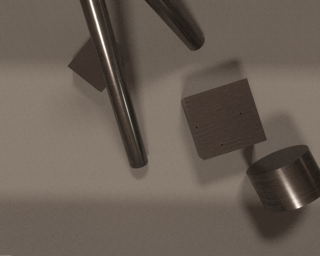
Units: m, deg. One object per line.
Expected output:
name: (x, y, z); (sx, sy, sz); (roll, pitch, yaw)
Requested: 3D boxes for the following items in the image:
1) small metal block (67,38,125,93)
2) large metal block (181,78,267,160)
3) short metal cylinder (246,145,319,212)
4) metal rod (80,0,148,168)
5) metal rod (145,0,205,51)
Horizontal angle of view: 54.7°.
small metal block: (-0.084, -0.083, 0.410); (0.050, 0.025, 0.050); (39, 90, -1)
large metal block: (0.079, -0.011, 0.400); (0.080, 0.050, 0.080); (-18, 90, -1)
short metal cylinder: (0.156, 0.062, 0.386); (0.080, 0.080, 0.050); (-28, 90, 0)
metal rod: (-0.058, -0.082, 0.344); (0.025, 0.025, 0.298); (-13, 118, 0)
metal rod: (-0.037, -0.168, 0.305); (0.025, 0.301, 0.025); (-17, 59, 31)
